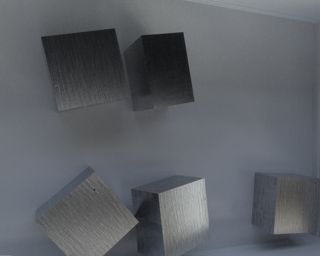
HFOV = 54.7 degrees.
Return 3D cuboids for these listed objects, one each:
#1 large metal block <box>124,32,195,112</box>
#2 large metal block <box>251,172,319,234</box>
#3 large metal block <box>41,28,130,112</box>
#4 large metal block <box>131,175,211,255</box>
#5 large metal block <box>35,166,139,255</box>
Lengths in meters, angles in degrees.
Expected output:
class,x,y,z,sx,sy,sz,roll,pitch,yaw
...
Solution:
class,x,y,z,sx,sy,sz,roll,pitch,yaw
large metal block,-0.004,-0.065,0.381,0.050,0.080,0.079,-11,94,-20
large metal block,0.191,0.112,0.470,0.081,0.050,0.080,5,88,-20
large metal block,-0.088,-0.066,0.365,0.081,0.050,0.080,-14,95,-20
large metal block,0.015,0.109,0.390,0.081,0.050,0.079,-8,93,-42
large metal block,-0.086,0.104,0.366,0.080,0.050,0.080,-41,103,-15
